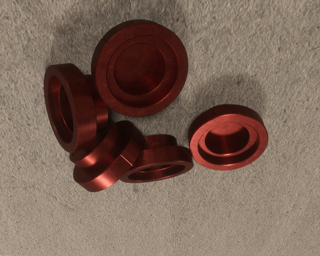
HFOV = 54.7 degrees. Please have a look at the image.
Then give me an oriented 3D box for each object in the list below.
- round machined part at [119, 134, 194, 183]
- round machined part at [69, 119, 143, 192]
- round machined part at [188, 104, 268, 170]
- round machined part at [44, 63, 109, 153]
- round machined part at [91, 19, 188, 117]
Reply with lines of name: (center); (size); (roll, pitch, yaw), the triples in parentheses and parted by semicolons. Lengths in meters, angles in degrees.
round machined part: (-0.008, 0.040, 0.412); (0.099, 0.042, 0.098); (-10, 159, -4)
round machined part: (-0.072, 0.026, 0.381); (0.098, 0.098, 0.042); (-30, 120, 23)
round machined part: (0.086, 0.008, 0.404); (0.099, 0.042, 0.097); (-1, 130, 0)
round machined part: (-0.093, -0.024, 0.350); (0.042, 0.098, 0.097); (-16, 139, -34)
round machined part: (-0.023, -0.064, 0.326); (0.099, 0.042, 0.097); (-12, 122, -19)
